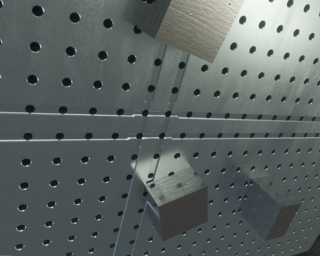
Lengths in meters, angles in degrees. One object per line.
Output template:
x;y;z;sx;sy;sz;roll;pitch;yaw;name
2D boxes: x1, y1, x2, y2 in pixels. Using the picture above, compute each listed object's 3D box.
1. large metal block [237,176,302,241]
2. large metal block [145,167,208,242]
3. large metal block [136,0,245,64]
0.202;0.149;0.581;0.050;0.080;0.079;-1;119;-29;large metal block
0.027;0.118;0.485;0.081;0.050;0.079;-18;126;-18;large metal block
0.033;-0.127;0.336;0.081;0.050;0.079;13;111;-34;large metal block
